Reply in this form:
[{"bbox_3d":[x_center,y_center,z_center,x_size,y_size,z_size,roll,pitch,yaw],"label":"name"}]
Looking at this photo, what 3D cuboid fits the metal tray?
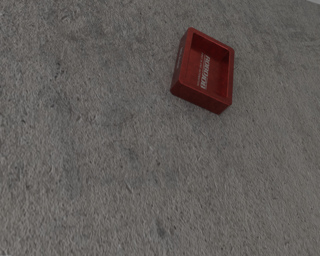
[{"bbox_3d":[0.071,-0.093,0.494,0.090,0.030,0.130,23,53,-15],"label":"metal tray"}]
